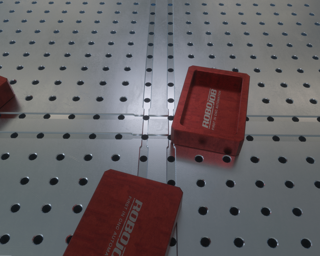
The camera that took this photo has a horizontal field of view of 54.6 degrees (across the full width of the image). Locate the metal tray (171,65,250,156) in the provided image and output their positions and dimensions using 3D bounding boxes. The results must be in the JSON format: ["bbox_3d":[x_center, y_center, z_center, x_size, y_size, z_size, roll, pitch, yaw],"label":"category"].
[{"bbox_3d":[0.072,-0.029,0.429,0.090,0.030,0.130,11,51,9],"label":"metal tray"}]

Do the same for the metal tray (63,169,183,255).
[{"bbox_3d":[-0.036,0.111,0.311,0.090,0.030,0.130,13,51,11],"label":"metal tray"}]

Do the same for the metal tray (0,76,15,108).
[{"bbox_3d":[-0.284,-0.031,0.429,0.090,0.030,0.130,21,53,16],"label":"metal tray"}]
